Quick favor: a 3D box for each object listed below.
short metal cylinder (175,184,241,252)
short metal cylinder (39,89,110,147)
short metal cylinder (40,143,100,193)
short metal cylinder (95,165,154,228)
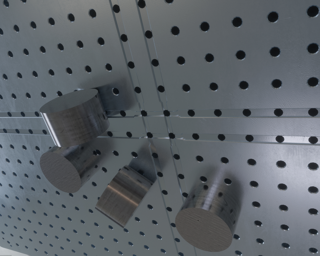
[{"bbox_3d":[0.068,0.127,0.438,0.080,0.050,0.079,13,124,21],"label":"short metal cylinder"},{"bbox_3d":[-0.116,-0.016,0.427,0.080,0.080,0.050,-2,118,29],"label":"short metal cylinder"},{"bbox_3d":[-0.148,0.060,0.510,0.080,0.050,0.079,13,124,21],"label":"short metal cylinder"},{"bbox_3d":[-0.052,0.103,0.467,0.050,0.080,0.079,34,129,6],"label":"short metal cylinder"}]
